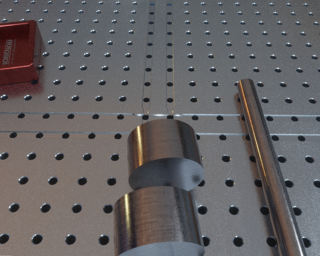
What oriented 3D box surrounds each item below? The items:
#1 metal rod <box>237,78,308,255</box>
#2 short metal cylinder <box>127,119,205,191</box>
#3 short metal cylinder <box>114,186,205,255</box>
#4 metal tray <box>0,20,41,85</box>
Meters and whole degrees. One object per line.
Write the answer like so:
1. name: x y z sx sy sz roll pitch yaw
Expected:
1. metal rod: 0.129 0.050 0.365 0.025 0.025 0.300 -1 50 -1
2. short metal cylinder: 0.005 0.035 0.343 0.081 0.080 0.050 -5 50 -4
3. short metal cylinder: -0.003 0.097 0.291 0.081 0.080 0.050 -5 50 -4
4. metal tray: -0.248 -0.125 0.507 0.091 0.030 0.130 -9 51 -8
